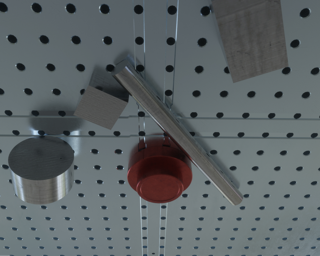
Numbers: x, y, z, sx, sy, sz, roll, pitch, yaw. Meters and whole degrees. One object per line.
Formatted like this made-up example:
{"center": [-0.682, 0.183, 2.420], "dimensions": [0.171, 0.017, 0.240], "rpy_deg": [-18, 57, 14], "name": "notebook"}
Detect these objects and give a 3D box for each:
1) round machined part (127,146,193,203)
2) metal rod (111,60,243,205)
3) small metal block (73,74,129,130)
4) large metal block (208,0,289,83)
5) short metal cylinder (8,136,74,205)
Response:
{"center": [0.000, 0.076, 0.466], "dimensions": [0.099, 0.042, 0.097], "rpy_deg": [-1, 130, 0], "name": "round machined part"}
{"center": [0.040, 0.024, 0.432], "dimensions": [0.025, 0.025, 0.300], "rpy_deg": [-28, 125, 21], "name": "metal rod"}
{"center": [-0.072, -0.031, 0.384], "dimensions": [0.050, 0.025, 0.050], "rpy_deg": [23, 126, -19], "name": "small metal block"}
{"center": [0.078, -0.103, 0.289], "dimensions": [0.050, 0.080, 0.080], "rpy_deg": [-16, 129, 13], "name": "large metal block"}
{"center": [-0.159, 0.056, 0.421], "dimensions": [0.081, 0.080, 0.050], "rpy_deg": [8, 130, -7], "name": "short metal cylinder"}
